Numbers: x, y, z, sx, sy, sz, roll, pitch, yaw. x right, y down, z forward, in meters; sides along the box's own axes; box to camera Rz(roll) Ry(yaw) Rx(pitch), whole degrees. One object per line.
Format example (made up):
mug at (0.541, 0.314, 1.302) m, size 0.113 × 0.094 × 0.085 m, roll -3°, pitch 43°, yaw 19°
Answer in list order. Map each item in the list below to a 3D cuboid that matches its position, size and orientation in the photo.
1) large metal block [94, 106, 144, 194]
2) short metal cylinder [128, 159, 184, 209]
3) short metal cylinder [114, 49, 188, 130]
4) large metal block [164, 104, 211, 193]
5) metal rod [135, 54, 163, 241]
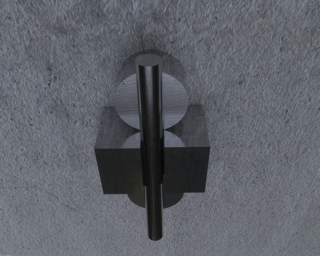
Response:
large metal block at (-0.046, 0.027, 0.395) m, size 0.050 × 0.080 × 0.079 m, roll -1°, pitch 130°, yaw 0°
short metal cylinder at (-0.006, 0.075, 0.457) m, size 0.081 × 0.050 × 0.079 m, roll 0°, pitch 130°, yaw 0°
short metal cylinder at (-0.009, -0.043, 0.356) m, size 0.081 × 0.050 × 0.079 m, roll 0°, pitch 130°, yaw 0°
large metal block at (0.031, 0.025, 0.394) m, size 0.050 × 0.080 × 0.079 m, roll -1°, pitch 130°, yaw 0°
metal rod at (-0.009, 0.050, 0.385) m, size 0.025 × 0.025 × 0.298 m, roll -1°, pitch 130°, yaw 0°
